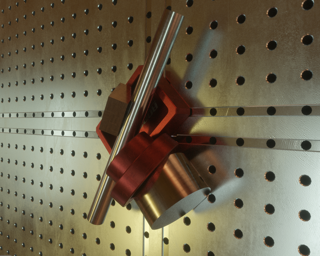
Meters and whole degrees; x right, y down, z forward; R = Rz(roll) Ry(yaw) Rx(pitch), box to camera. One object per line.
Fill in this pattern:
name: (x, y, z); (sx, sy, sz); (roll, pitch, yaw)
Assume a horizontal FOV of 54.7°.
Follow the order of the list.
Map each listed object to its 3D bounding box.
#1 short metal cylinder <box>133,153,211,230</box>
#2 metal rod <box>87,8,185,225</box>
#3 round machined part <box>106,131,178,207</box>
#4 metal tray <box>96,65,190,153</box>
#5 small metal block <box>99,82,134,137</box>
short metal cylinder: (0.011, 0.074, 0.361); (0.080, 0.081, 0.050); (-51, 61, 28)
metal rod: (-0.038, -0.001, 0.399); (0.025, 0.025, 0.298); (35, 111, 34)
round machined part: (-0.025, 0.042, 0.367); (0.042, 0.098, 0.097); (41, 116, 8)
metal tray: (-0.029, -0.009, 0.427); (0.129, 0.030, 0.090); (-50, 61, 28)
small metal block: (-0.054, -0.025, 0.407); (0.025, 0.050, 0.050); (22, 119, -1)
